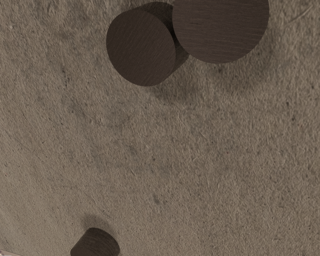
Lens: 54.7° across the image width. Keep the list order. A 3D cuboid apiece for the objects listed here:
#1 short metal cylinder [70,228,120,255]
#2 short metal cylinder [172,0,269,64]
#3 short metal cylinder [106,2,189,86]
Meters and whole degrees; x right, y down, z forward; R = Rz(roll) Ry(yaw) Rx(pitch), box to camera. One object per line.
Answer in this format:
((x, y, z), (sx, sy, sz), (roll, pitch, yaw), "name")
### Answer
((-0.126, 0.243, 0.605), (0.080, 0.050, 0.079), (13, 124, 20), "short metal cylinder")
((0.054, -0.104, 0.284), (0.080, 0.050, 0.079), (4, 115, 8), "short metal cylinder")
((-0.011, -0.092, 0.338), (0.080, 0.050, 0.079), (13, 124, 21), "short metal cylinder")
